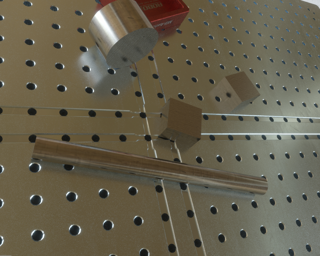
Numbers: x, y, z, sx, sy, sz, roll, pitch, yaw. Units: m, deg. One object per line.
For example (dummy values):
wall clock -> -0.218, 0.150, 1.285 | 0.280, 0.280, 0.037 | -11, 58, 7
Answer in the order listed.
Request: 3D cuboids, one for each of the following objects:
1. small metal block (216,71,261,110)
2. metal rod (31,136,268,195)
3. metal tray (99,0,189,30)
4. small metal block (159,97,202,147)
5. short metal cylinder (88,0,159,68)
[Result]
small metal block -> 0.131, -0.063, 0.517 | 0.050, 0.025, 0.050 | -21, 73, -36
metal rod -> 0.005, 0.051, 0.379 | 0.302, 0.025, 0.025 | 13, 57, -21
metal tray -> -0.023, -0.206, 0.517 | 0.131, 0.030, 0.090 | -31, 79, -38
small metal block -> 0.029, -0.008, 0.428 | 0.050, 0.025, 0.050 | 19, 54, -17
short metal cylinder -> -0.049, -0.127, 0.424 | 0.081, 0.080, 0.050 | -22, 74, -36
